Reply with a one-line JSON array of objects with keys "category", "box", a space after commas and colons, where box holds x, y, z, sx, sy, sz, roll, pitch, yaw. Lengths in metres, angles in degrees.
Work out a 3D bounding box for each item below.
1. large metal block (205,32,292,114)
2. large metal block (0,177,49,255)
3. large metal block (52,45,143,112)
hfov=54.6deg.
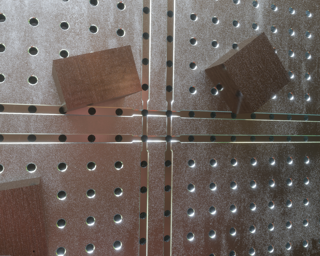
[{"category": "large metal block", "box": [0.126, -0.076, 0.445, 0.080, 0.050, 0.080, -39, 103, -16]}, {"category": "large metal block", "box": [-0.169, 0.103, 0.337, 0.081, 0.050, 0.080, -7, 93, -20]}, {"category": "large metal block", "box": [-0.075, -0.054, 0.355, 0.081, 0.080, 0.050, -17, 96, -19]}]
